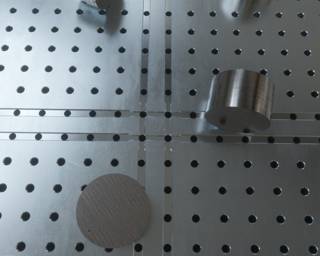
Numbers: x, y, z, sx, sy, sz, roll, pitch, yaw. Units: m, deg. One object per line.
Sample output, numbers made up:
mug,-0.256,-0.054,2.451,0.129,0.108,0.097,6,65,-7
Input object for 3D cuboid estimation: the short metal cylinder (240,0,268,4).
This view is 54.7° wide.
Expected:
short metal cylinder,0.153,-0.247,0.491,0.081,0.050,0.080,0,70,0

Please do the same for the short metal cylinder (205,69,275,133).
short metal cylinder,0.102,-0.032,0.395,0.080,0.080,0.050,12,71,4

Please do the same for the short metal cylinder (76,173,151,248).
short metal cylinder,-0.051,0.097,0.362,0.081,0.050,0.080,0,70,0

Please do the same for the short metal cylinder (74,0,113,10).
short metal cylinder,-0.100,-0.226,0.464,0.050,0.080,0.080,22,72,7
